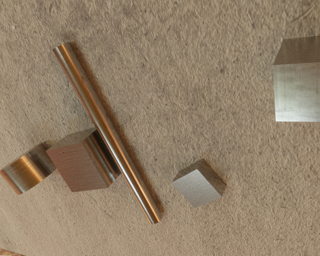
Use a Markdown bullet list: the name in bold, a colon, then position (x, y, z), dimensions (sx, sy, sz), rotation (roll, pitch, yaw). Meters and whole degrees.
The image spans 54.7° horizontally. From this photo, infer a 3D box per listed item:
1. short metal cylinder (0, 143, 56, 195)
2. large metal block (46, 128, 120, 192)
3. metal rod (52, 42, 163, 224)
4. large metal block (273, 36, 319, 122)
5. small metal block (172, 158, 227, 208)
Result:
- **short metal cylinder**: position (-0.225, 0.069, 0.532), dimensions (0.080, 0.080, 0.050), rotation (-24, 105, 36)
- **large metal block**: position (-0.115, 0.050, 0.482), dimensions (0.080, 0.050, 0.080), rotation (-14, 112, 33)
- **metal rod**: position (-0.069, 0.019, 0.454), dimensions (0.025, 0.025, 0.299), rotation (-13, 112, 33)
- **large metal block**: position (0.146, -0.046, 0.266), dimensions (0.080, 0.080, 0.050), rotation (1, 119, 27)
- **small metal block**: position (0.054, 0.077, 0.426), dimensions (0.050, 0.025, 0.050), rotation (49, 129, -6)
